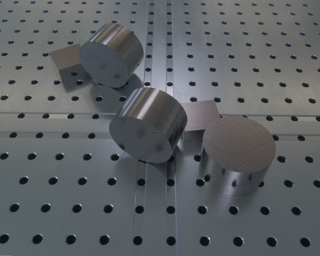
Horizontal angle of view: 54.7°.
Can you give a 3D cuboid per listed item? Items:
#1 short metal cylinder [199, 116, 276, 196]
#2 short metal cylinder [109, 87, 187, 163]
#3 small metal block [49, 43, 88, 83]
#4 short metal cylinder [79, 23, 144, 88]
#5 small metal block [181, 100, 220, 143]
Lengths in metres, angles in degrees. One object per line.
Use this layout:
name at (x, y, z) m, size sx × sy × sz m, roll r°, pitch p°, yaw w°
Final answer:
short metal cylinder at (0.088, 0.032, 0.365) m, size 0.081 × 0.050 × 0.080 m, roll 0°, pitch 50°, yaw 0°
short metal cylinder at (-0.013, -0.002, 0.374) m, size 0.080 × 0.080 × 0.050 m, roll 18°, pitch 53°, yaw 14°
small metal block at (-0.142, -0.104, 0.494) m, size 0.050 × 0.025 × 0.050 m, roll -23°, pitch 54°, yaw -18°
short metal cylinder at (-0.071, -0.107, 0.461) m, size 0.080 × 0.080 × 0.050 m, roll 19°, pitch 53°, yaw 15°
small metal block at (0.053, -0.009, 0.416) m, size 0.050 × 0.025 × 0.050 m, roll -6°, pitch 50°, yaw -5°
